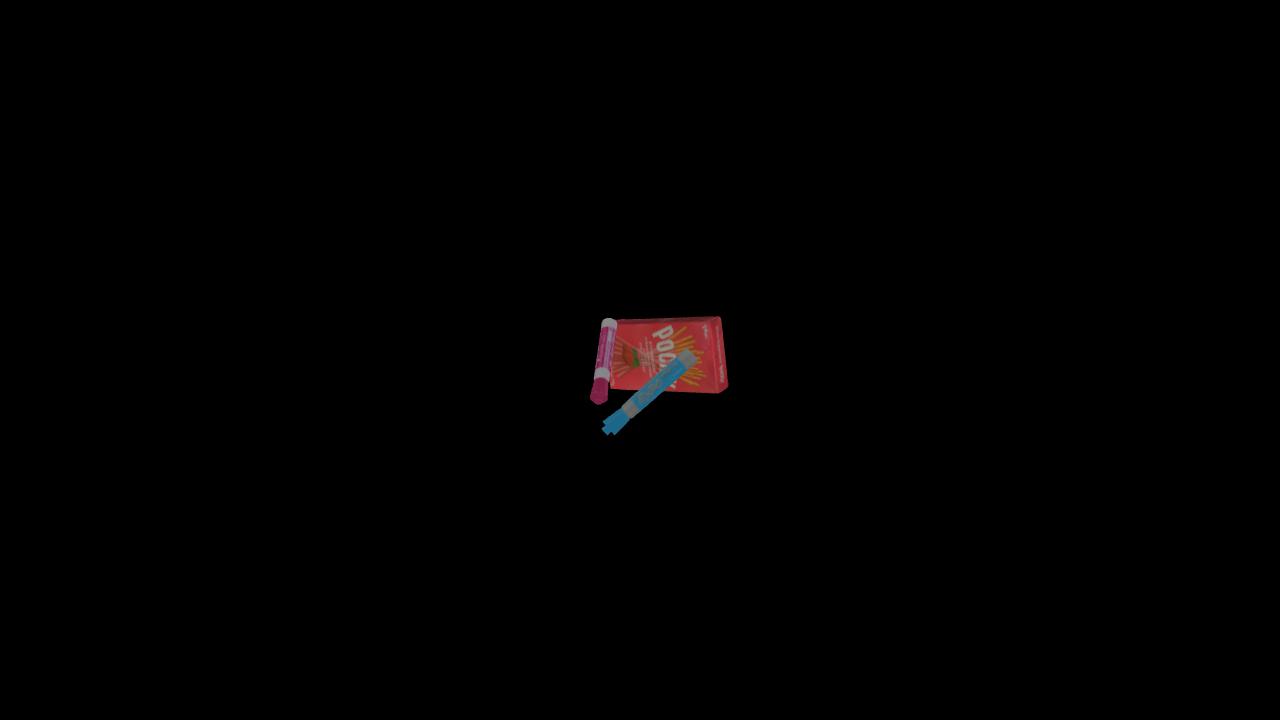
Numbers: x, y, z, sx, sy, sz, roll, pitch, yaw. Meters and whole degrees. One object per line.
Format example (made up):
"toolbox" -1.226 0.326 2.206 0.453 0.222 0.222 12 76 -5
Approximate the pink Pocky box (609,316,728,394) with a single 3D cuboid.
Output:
"pink Pocky box" 0.026 -0.006 0.721 0.155 0.084 0.029 1 15 35

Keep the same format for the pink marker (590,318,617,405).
"pink marker" -0.040 0.001 0.681 0.020 0.121 0.020 3 -44 2

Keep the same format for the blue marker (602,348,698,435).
"blue marker" 0.009 0.034 0.632 0.121 0.020 0.020 -41 6 -7
